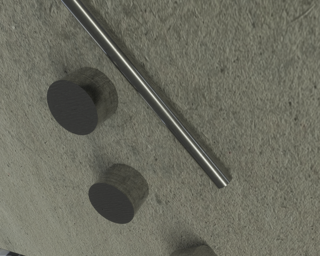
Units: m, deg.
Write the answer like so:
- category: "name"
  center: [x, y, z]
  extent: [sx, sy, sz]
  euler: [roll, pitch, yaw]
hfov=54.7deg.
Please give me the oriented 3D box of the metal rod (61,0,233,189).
- category: "metal rod"
  center: [-0.011, -0.043, 0.386]
  extent: [0.025, 0.025, 0.300]
  euler: [-34, 100, 38]

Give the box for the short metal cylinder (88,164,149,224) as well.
- category: "short metal cylinder"
  center: [-0.064, 0.103, 0.488]
  extent: [0.080, 0.050, 0.079]
  euler: [13, 124, 21]

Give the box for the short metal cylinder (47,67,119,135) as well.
- category: "short metal cylinder"
  center: [-0.105, -0.037, 0.423]
  extent: [0.080, 0.050, 0.079]
  euler: [13, 124, 21]

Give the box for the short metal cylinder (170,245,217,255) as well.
- category: "short metal cylinder"
  center: [0.054, 0.229, 0.485]
  extent: [0.050, 0.080, 0.080]
  euler: [-28, 103, 37]
